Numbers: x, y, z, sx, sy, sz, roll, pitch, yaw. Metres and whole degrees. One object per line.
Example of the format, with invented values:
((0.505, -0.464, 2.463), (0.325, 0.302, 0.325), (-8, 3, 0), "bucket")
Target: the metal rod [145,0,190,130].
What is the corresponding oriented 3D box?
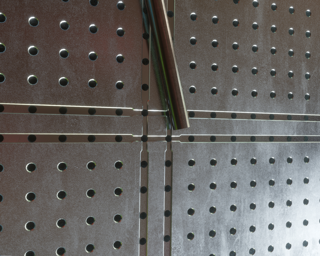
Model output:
((-0.002, -0.145, 0.411), (0.025, 0.025, 0.298), (-14, 95, -19), "metal rod")
